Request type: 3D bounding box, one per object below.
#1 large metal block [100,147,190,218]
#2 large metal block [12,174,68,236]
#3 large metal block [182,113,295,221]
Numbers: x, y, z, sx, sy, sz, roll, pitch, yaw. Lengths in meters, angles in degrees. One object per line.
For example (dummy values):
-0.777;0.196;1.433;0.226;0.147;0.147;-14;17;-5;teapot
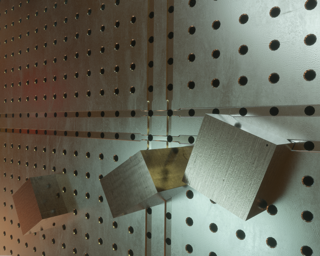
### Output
-0.013;0.066;0.385;0.080;0.081;0.050;-37;67;34;large metal block
-0.227;0.144;0.583;0.080;0.050;0.080;-40;66;33;large metal block
0.080;0.037;0.328;0.080;0.050;0.080;28;108;36;large metal block
